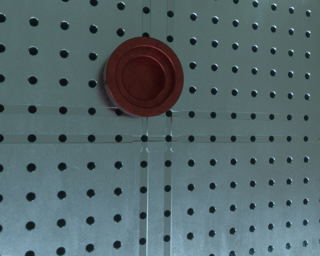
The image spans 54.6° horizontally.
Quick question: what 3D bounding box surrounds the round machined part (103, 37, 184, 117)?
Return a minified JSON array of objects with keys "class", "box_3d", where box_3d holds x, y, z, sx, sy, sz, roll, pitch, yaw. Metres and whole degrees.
[{"class":"round machined part","box_3d":[-0.023,-0.062,0.395,0.099,0.042,0.097,0,90,-20]}]
